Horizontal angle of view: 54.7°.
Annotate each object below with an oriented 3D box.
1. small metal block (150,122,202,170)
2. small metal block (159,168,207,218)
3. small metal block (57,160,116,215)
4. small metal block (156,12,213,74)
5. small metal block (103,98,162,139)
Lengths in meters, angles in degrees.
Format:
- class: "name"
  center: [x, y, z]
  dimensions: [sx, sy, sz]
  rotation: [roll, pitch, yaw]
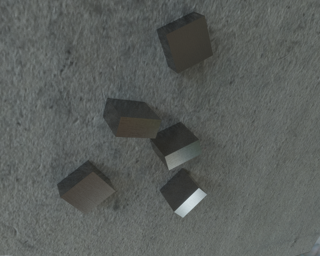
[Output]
- class: "small metal block"
  center: [0.020, 0.023, 0.418]
  dimensions: [0.050, 0.050, 0.025]
  rotation: [-26, 128, -13]
- class: "small metal block"
  center: [0.035, 0.098, 0.472]
  dimensions: [0.050, 0.050, 0.025]
  rotation: [-45, 130, 3]
- class: "small metal block"
  center: [-0.096, 0.078, 0.404]
  dimensions: [0.050, 0.025, 0.050]
  rotation: [-39, 130, -3]
- class: "small metal block"
  center: [0.030, -0.100, 0.363]
  dimensions: [0.050, 0.025, 0.050]
  rotation: [-29, 129, -10]
- class: "small metal block"
  center: [-0.034, -0.012, 0.366]
  dimensions: [0.050, 0.050, 0.025]
  rotation: [4, 117, -31]
